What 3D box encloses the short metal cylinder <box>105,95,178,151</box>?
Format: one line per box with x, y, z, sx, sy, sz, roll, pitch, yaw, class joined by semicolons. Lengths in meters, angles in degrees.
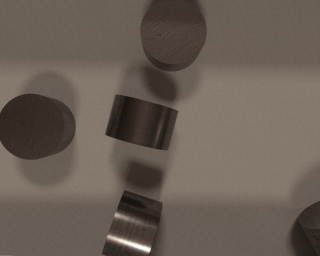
-0.022;-0.007;0.384;0.080;0.080;0.050;15;90;-1;short metal cylinder

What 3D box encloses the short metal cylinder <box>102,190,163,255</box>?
-0.033;0.123;0.384;0.050;0.080;0.080;19;90;0;short metal cylinder

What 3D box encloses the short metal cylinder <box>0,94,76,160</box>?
-0.155;-0.002;0.397;0.081;0.050;0.079;0;90;-1;short metal cylinder

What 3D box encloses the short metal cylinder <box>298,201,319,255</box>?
0.224;0.126;0.387;0.080;0.080;0.050;-26;90;0;short metal cylinder

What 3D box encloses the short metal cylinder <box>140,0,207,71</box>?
0.016;-0.117;0.399;0.081;0.050;0.079;0;90;-1;short metal cylinder
